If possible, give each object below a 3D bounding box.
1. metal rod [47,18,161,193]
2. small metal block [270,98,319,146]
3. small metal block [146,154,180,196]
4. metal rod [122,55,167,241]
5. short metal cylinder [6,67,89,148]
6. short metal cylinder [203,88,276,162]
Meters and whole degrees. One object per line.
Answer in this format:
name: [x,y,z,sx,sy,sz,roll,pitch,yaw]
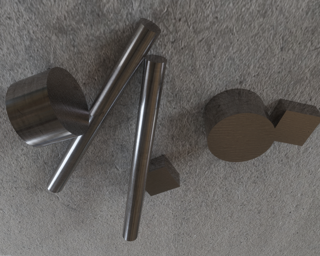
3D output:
metal rod: [-0.087,-0.007,0.399,0.025,0.025,0.298,25,126,-20]
small metal block: [0.171,-0.007,0.403,0.050,0.025,0.050,11,129,-9]
small metal block: [-0.004,0.072,0.469,0.050,0.025,0.050,-22,127,17]
metal rod: [-0.026,0.048,0.421,0.025,0.025,0.298,6,122,-6]
short metal cylinder: [-0.124,-0.023,0.350,0.050,0.080,0.080,-17,128,13]
short metal cylinder: [0.097,-0.003,0.390,0.081,0.050,0.079,0,130,0]
